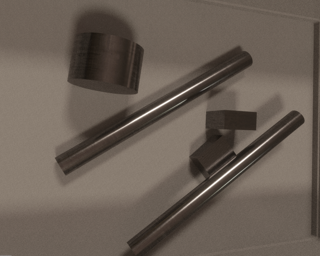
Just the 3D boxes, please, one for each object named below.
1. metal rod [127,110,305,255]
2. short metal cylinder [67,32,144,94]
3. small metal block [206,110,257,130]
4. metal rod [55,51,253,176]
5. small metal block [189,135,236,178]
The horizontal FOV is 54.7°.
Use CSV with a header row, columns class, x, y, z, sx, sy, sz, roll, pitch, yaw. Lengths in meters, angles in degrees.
class,x,y,z,sx,sy,sz,roll,pitch,yaw
metal rod,0.086,0.066,0.417,0.302,0.025,0.025,-35,102,-17
short metal cylinder,-0.062,-0.071,0.359,0.081,0.080,0.050,9,87,-20
small metal block,0.099,-0.010,0.435,0.050,0.050,0.025,2,90,-20
metal rod,0.005,-0.028,0.413,0.302,0.025,0.025,-31,101,-18
small metal block,0.079,0.045,0.441,0.050,0.025,0.050,-40,103,-16
